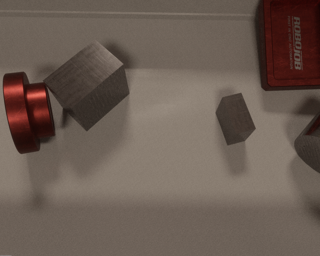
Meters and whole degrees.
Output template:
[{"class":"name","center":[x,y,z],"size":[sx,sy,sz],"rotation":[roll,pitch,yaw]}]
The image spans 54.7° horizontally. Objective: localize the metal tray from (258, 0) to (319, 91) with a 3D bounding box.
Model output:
[{"class":"metal tray","center":[0.188,-0.119,0.430],"size":[0.091,0.030,0.129],"rotation":[-2,86,5]}]

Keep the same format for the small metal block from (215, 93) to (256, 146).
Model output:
[{"class":"small metal block","center":[0.096,-0.010,0.401],"size":[0.025,0.050,0.050],"rotation":[-14,71,-5]}]

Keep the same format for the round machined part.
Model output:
[{"class":"round machined part","center":[-0.155,-0.020,0.378],"size":[0.042,0.098,0.098],"rotation":[-10,70,-16]}]

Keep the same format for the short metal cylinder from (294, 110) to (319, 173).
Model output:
[{"class":"short metal cylinder","center":[0.214,0.020,0.376],"size":[0.080,0.080,0.050],"rotation":[41,75,13]}]

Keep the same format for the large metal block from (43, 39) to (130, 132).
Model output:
[{"class":"large metal block","center":[-0.089,-0.052,0.398],"size":[0.050,0.080,0.080],"rotation":[43,75,13]}]
